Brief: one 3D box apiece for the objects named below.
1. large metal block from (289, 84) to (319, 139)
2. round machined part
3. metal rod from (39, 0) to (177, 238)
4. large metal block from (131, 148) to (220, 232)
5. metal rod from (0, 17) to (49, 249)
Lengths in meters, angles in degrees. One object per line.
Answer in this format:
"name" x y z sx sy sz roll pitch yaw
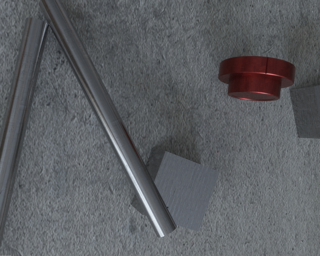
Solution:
"large metal block" 0.264 -0.032 0.496 0.081 0.050 0.080 -14 95 -20
"round machined part" 0.128 -0.062 0.419 0.099 0.098 0.042 8 88 -20
"metal rod" -0.061 -0.015 0.356 0.025 0.025 0.299 -27 88 -18
"large metal block" 0.019 0.079 0.404 0.080 0.050 0.080 23 82 -19
"metal rod" -0.169 0.024 0.346 0.025 0.025 0.298 12 86 -20
